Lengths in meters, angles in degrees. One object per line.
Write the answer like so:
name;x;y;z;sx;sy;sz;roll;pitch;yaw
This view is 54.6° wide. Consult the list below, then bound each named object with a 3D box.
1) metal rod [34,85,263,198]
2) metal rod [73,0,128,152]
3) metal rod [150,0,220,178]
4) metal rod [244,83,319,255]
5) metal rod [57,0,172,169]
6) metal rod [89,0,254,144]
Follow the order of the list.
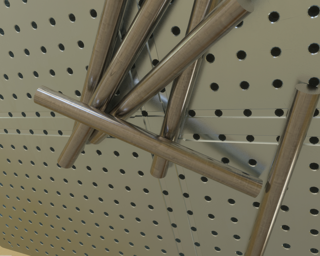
metal rod;-0.016;0.016;0.392;0.301;0.025;0.025;23;128;2
metal rod;-0.083;-0.074;0.410;0.025;0.025;0.298;32;129;7
metal rod;0.028;-0.052;0.364;0.025;0.025;0.298;24;127;13
metal rod;0.142;0.086;0.389;0.025;0.025;0.298;16;125;19
metal rod;-0.072;-0.045;0.403;0.025;0.025;0.298;39;123;2
metal rod;-0.015;-0.047;0.367;0.025;0.025;0.299;48;136;-6
